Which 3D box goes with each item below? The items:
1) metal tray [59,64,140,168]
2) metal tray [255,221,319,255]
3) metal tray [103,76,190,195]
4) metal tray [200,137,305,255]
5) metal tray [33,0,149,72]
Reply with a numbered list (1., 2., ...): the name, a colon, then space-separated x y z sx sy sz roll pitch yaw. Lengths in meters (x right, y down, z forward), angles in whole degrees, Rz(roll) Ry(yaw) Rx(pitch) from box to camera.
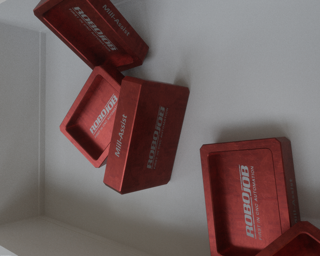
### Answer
1. metal tray: -0.082 -0.016 0.450 0.090 0.030 0.129 44 118 10
2. metal tray: 0.094 0.138 0.227 0.030 0.131 0.090 62 169 -25
3. metal tray: -0.014 0.008 0.374 0.030 0.091 0.129 20 102 38
4. metal tray: 0.094 0.078 0.325 0.090 0.030 0.129 -9 84 39
5. metal tray: -0.088 -0.129 0.412 0.090 0.130 0.030 -8 51 39
